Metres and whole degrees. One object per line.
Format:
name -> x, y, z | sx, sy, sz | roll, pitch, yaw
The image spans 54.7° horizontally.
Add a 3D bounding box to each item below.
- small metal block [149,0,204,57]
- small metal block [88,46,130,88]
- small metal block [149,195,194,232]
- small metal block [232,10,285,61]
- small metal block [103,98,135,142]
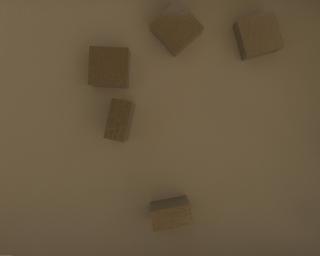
small metal block -> 0.022, -0.132, 0.411 | 0.050, 0.025, 0.050 | -42, 90, 0
small metal block -> -0.067, -0.080, 0.411 | 0.050, 0.025, 0.050 | 2, 90, 0
small metal block -> 0.014, 0.109, 0.399 | 0.050, 0.050, 0.025 | -10, 90, 0
small metal block -> 0.130, -0.122, 0.412 | 0.050, 0.025, 0.050 | -15, 90, 0
small metal block -> -0.051, -0.010, 0.398 | 0.025, 0.050, 0.050 | 12, 90, 0
